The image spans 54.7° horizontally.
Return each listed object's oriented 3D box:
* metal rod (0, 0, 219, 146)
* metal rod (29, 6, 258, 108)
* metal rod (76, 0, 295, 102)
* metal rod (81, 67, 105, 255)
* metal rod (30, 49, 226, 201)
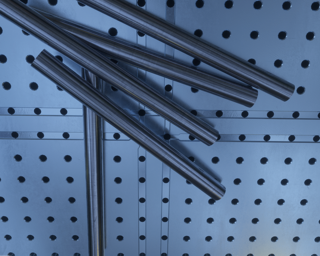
[{"bbox_3d":[-0.051,-0.061,0.372,0.301,0.025,0.025,31,107,-18],"label":"metal rod"},{"bbox_3d":[-0.022,-0.085,0.381,0.302,0.025,0.025,18,109,-7],"label":"metal rod"},{"bbox_3d":[0.029,-0.105,0.375,0.302,0.025,0.025,24,108,-9],"label":"metal rod"},{"bbox_3d":[-0.093,0.064,0.435,0.025,0.025,0.298,2,110,-1],"label":"metal rod"},{"bbox_3d":[-0.025,0.008,0.398,0.301,0.025,0.025,38,106,-20],"label":"metal rod"}]
